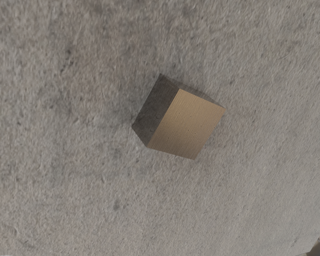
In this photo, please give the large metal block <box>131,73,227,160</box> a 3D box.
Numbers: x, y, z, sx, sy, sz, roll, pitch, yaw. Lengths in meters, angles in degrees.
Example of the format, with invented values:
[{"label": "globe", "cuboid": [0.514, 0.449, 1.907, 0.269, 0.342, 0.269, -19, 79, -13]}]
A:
[{"label": "large metal block", "cuboid": [0.023, -0.012, 0.397, 0.081, 0.050, 0.080, 18, 109, -36]}]
